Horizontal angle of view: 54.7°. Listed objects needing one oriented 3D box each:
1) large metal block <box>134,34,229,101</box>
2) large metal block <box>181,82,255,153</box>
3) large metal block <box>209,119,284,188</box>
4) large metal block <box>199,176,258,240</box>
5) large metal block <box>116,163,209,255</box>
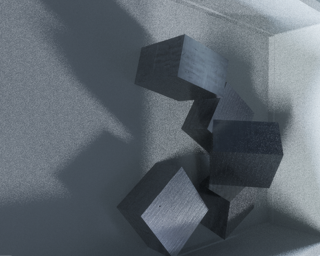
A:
[{"bbox_3d":[0.027,-0.072,0.396,0.081,0.080,0.050,17,79,-39],"label":"large metal block"},{"bbox_3d":[0.089,-0.011,0.468,0.080,0.050,0.080,40,66,-33],"label":"large metal block"},{"bbox_3d":[0.108,0.035,0.408,0.080,0.080,0.050,84,11,-50],"label":"large metal block"},{"bbox_3d":[0.102,0.102,0.460,0.081,0.050,0.079,-31,134,-36],"label":"large metal block"},{"bbox_3d":[0.006,0.103,0.398,0.080,0.050,0.080,-46,118,-30],"label":"large metal block"}]
